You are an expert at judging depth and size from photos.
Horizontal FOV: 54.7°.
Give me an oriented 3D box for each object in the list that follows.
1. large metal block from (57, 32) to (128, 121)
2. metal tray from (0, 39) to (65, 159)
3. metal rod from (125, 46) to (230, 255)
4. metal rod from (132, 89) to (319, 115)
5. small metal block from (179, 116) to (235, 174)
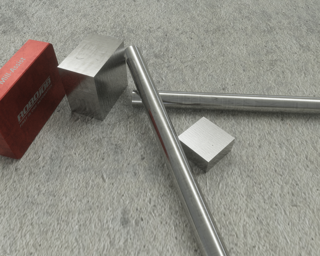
[{"bbox_3d":[-0.087,-0.070,0.425,0.050,0.080,0.080,17,52,13],"label":"large metal block"},{"bbox_3d":[-0.170,-0.038,0.390,0.030,0.089,0.130,12,51,10],"label":"metal tray"},{"bbox_3d":[0.007,0.009,0.374,0.025,0.025,0.299,-15,58,-12],"label":"metal rod"},{"bbox_3d":[0.113,-0.036,0.434,0.302,0.025,0.025,2,50,1],"label":"metal rod"},{"bbox_3d":[0.056,0.020,0.387,0.050,0.025,0.050,-37,59,-27],"label":"small metal block"}]
